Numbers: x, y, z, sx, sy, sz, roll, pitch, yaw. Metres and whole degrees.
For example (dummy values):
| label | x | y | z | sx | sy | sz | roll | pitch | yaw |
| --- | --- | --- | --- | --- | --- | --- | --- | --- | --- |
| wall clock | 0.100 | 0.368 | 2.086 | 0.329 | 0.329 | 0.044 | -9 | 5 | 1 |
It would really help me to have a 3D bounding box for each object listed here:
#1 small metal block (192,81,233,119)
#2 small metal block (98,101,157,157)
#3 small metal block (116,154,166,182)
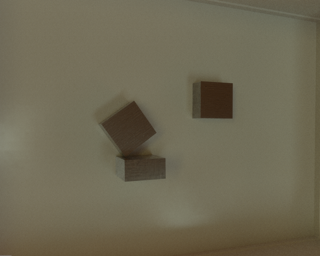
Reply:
| label | x | y | z | sx | sy | sz | roll | pitch | yaw |
| --- | --- | --- | --- | --- | --- | --- | --- | --- | --- |
| small metal block | 0.074 | -0.038 | 0.438 | 0.050 | 0.025 | 0.050 | 0 | 90 | -20 |
| small metal block | -0.042 | 0.001 | 0.395 | 0.050 | 0.025 | 0.050 | -38 | 102 | -16 |
| small metal block | -0.025 | 0.049 | 0.388 | 0.050 | 0.050 | 0.025 | -1 | 91 | -20 |
